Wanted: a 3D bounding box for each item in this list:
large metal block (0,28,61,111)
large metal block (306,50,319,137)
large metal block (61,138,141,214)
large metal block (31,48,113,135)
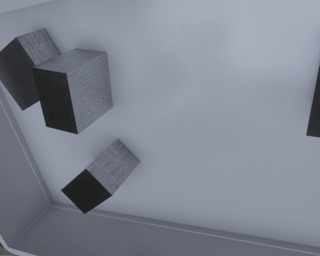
[{"bbox_3d":[-0.179,-0.081,0.437,0.080,0.050,0.080,-20,108,35],"label":"large metal block"},{"bbox_3d":[0.177,-0.032,0.266,0.080,0.050,0.080,9,140,24],"label":"large metal block"},{"bbox_3d":[-0.088,0.072,0.464,0.050,0.080,0.080,47,129,-5],"label":"large metal block"},{"bbox_3d":[-0.107,-0.050,0.399,0.050,0.080,0.079,12,124,22],"label":"large metal block"}]
